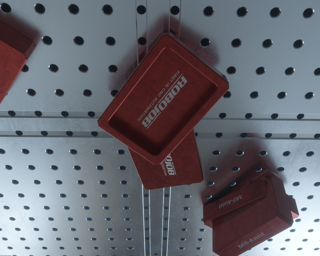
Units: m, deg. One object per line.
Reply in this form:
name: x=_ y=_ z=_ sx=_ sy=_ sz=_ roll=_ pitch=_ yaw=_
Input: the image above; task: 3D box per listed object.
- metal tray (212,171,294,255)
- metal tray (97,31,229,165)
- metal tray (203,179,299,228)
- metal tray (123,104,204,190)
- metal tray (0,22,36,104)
metal tray: x=0.137 y=0.137 z=0.483 sx=0.030 sy=0.090 sz=0.129 roll=35 pitch=122 yaw=-15
metal tray: x=0.002 y=-0.030 z=0.353 sx=0.090 sy=0.030 sz=0.129 roll=36 pitch=111 yaw=-12
metal tray: x=0.147 y=0.140 z=0.517 sx=0.090 sy=0.030 sz=0.129 roll=32 pitch=130 yaw=-26
metal tray: x=0.007 y=0.030 z=0.434 sx=0.090 sy=0.030 sz=0.129 roll=-10 pitch=130 yaw=8
metal tray: x=-0.216 y=-0.089 z=0.331 sx=0.130 sy=0.030 sz=0.090 roll=32 pitch=123 yaw=-24
